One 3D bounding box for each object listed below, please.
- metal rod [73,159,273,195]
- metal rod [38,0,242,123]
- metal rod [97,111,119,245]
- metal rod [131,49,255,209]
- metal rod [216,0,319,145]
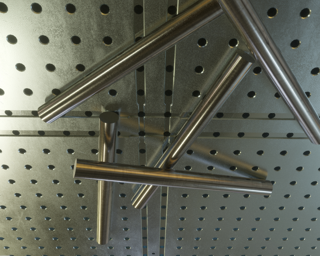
[{"bbox_3d":[0.032,0.073,0.444,0.302,0.025,0.025,9,130,-20],"label":"metal rod"},{"bbox_3d":[-0.022,-0.082,0.341,0.300,0.025,0.025,-28,125,21],"label":"metal rod"},{"bbox_3d":[-0.087,0.099,0.494,0.025,0.025,0.298,6,130,-6],"label":"metal rod"},{"bbox_3d":[0.029,0.022,0.431,0.025,0.025,0.298,20,127,-17],"label":"metal rod"},{"bbox_3d":[0.126,-0.065,0.336,0.025,0.025,0.301,-31,130,23],"label":"metal rod"}]
